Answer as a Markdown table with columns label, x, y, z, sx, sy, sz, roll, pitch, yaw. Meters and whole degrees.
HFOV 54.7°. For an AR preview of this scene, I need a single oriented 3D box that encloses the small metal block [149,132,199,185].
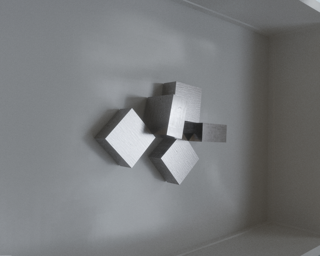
| label | x | y | z | sx | sy | sz | roll | pitch | yaw |
| --- | --- | --- | --- | --- | --- | --- | --- | --- | --- |
| small metal block | 0.020 | 0.041 | 0.423 | 0.050 | 0.025 | 0.050 | -48 | 119 | -29 |

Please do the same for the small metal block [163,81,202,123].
| label | x | y | z | sx | sy | sz | roll | pitch | yaw |
| --- | --- | --- | --- | --- | --- | --- | --- | --- | --- |
| small metal block | 0.030 | -0.034 | 0.432 | 0.050 | 0.025 | 0.050 | 8 | 85 | -40 |

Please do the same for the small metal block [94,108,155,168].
| label | x | y | z | sx | sy | sz | roll | pitch | yaw |
| --- | --- | --- | --- | --- | --- | --- | --- | --- | --- |
| small metal block | -0.041 | 0.012 | 0.372 | 0.050 | 0.025 | 0.050 | -53 | 121 | -27 |

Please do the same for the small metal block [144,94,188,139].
| label | x | y | z | sx | sy | sz | roll | pitch | yaw |
| --- | --- | --- | --- | --- | --- | --- | --- | --- | --- |
| small metal block | 0.005 | -0.014 | 0.394 | 0.025 | 0.050 | 0.050 | 16 | 80 | -39 |

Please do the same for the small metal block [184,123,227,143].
| label | x | y | z | sx | sy | sz | roll | pitch | yaw |
| --- | --- | --- | --- | --- | --- | --- | --- | --- | --- |
| small metal block | 0.058 | 0.007 | 0.439 | 0.050 | 0.050 | 0.025 | 4 | 88 | -40 |
